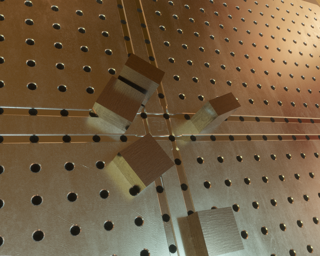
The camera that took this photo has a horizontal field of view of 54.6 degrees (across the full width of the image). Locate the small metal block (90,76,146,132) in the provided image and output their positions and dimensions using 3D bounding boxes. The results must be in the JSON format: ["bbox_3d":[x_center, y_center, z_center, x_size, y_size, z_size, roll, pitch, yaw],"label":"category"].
[{"bbox_3d":[-0.053,-0.031,0.398,0.050,0.025,0.050,30,52,-9],"label":"small metal block"}]

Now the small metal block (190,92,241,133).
[{"bbox_3d":[0.080,-0.022,0.448,0.050,0.050,0.025,-22,74,-36],"label":"small metal block"}]

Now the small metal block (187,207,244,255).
[{"bbox_3d":[0.065,0.124,0.367,0.050,0.025,0.050,1,61,-28],"label":"small metal block"}]

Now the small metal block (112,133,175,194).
[{"bbox_3d":[-0.019,0.041,0.372,0.050,0.025,0.050,-33,80,-38],"label":"small metal block"}]

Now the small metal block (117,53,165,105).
[{"bbox_3d":[-0.029,-0.064,0.415,0.050,0.050,0.025,29,52,-10],"label":"small metal block"}]
